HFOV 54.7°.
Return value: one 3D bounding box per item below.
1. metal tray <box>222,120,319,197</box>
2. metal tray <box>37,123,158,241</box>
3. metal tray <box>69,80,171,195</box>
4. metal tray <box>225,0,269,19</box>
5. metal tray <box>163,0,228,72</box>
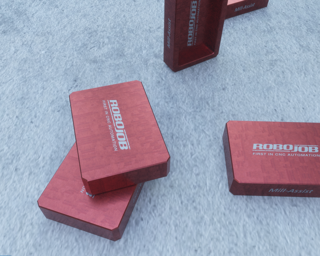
[{"bbox_3d":[0.147,0.035,0.372,0.131,0.030,0.090,2,50,1],"label":"metal tray"},{"bbox_3d":[-0.064,0.051,0.356,0.090,0.030,0.130,15,51,11],"label":"metal tray"},{"bbox_3d":[-0.050,0.004,0.356,0.091,0.030,0.130,-12,51,-11],"label":"metal tray"},{"bbox_3d":[0.143,-0.264,0.624,0.131,0.030,0.090,-22,54,-18],"label":"metal tray"},{"bbox_3d":[0.052,-0.155,0.466,0.091,0.129,0.030,-24,55,-19],"label":"metal tray"}]
